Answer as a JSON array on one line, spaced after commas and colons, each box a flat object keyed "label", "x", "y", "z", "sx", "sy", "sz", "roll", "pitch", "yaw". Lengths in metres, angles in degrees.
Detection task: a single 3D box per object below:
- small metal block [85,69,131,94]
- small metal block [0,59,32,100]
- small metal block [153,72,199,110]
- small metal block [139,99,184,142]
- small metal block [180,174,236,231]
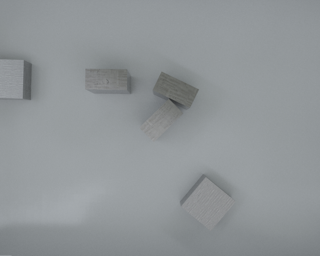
[{"label": "small metal block", "x": -0.065, "y": -0.059, "z": 0.398, "sx": 0.050, "sy": 0.050, "sz": 0.025, "roll": 1, "pitch": 90, "yaw": 0}, {"label": "small metal block", "x": -0.201, "y": -0.063, "z": 0.410, "sx": 0.050, "sy": 0.025, "sz": 0.050, "roll": 2, "pitch": 90, "yaw": 0}, {"label": "small metal block", "x": 0.019, "y": -0.046, "z": 0.399, "sx": 0.050, "sy": 0.050, "sz": 0.025, "roll": 26, "pitch": 90, "yaw": 0}, {"label": "small metal block", "x": 0.002, "y": -0.009, "z": 0.399, "sx": 0.050, "sy": 0.050, "sz": 0.025, "roll": -44, "pitch": 90, "yaw": 0}, {"label": "small metal block", "x": 0.062, "y": 0.098, "z": 0.412, "sx": 0.050, "sy": 0.025, "sz": 0.050, "roll": 40, "pitch": 90, "yaw": 0}]
